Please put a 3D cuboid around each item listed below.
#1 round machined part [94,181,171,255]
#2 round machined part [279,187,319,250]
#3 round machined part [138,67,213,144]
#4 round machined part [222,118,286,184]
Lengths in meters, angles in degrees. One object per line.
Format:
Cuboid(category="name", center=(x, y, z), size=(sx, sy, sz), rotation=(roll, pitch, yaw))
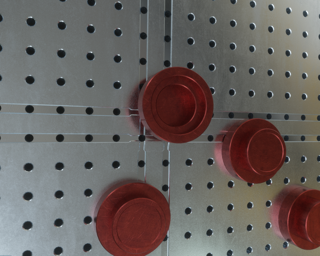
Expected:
Cuboid(category="round machined part", center=(-0.031, 0.118, 0.393), size=(0.099, 0.042, 0.097), rotation=(0, 90, -21))
Cuboid(category="round machined part", center=(0.245, 0.147, 0.497), size=(0.099, 0.042, 0.097), rotation=(0, 90, -21))
Cuboid(category="round machined part", center=(0.018, -0.029, 0.411), size=(0.099, 0.042, 0.097), rotation=(0, 90, -21))
Cuboid(category="round machined part", center=(0.146, 0.034, 0.459), size=(0.099, 0.042, 0.097), rotation=(0, 90, -21))
